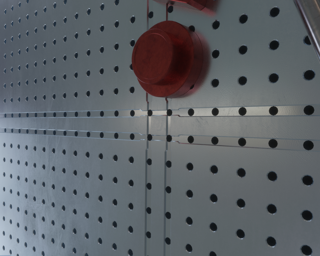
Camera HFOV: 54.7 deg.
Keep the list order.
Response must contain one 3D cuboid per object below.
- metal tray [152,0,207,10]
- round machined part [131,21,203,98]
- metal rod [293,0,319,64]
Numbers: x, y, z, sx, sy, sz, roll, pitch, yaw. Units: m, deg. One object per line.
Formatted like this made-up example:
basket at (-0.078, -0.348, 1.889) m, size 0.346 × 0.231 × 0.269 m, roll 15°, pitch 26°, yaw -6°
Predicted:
metal tray at (0.031, -0.221, 0.381) m, size 0.090 × 0.030 × 0.129 m, roll 28°, pitch 108°, yaw 36°
round machined part at (0.002, -0.088, 0.397) m, size 0.098 × 0.042 × 0.097 m, roll 0°, pitch 90°, yaw 40°
metal rod at (0.120, -0.194, 0.310) m, size 0.025 × 0.025 × 0.299 m, roll -26°, pitch 74°, yaw 37°
